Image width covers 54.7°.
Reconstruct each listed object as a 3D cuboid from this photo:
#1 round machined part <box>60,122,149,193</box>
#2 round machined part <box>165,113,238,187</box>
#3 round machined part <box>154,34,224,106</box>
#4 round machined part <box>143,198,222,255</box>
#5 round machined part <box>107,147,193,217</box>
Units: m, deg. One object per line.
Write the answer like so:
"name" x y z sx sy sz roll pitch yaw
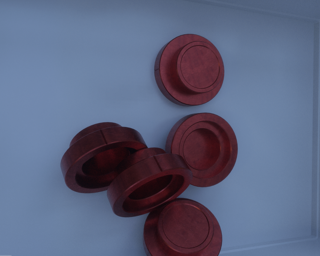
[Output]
"round machined part" -0.066 0.030 0.359 0.099 0.097 0.042 -17 56 -20
"round machined part" 0.053 0.028 0.422 0.099 0.042 0.097 0 90 -21
"round machined part" 0.045 -0.079 0.419 0.099 0.042 0.097 0 90 -21
"round machined part" 0.029 0.129 0.384 0.099 0.042 0.098 4 47 -4
"round machined part" -0.015 0.059 0.360 0.099 0.097 0.042 -17 56 -20
